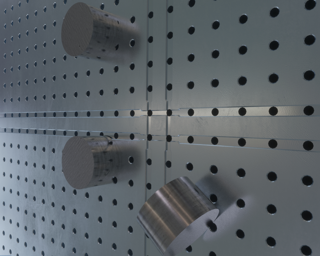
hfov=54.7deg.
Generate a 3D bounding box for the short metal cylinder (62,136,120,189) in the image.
[{"bbox_3d":[-0.108,0.052,0.482,0.080,0.050,0.079,0,90,40],"label":"short metal cylinder"}]

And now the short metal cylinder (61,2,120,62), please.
[{"bbox_3d":[-0.109,-0.148,0.483,0.080,0.050,0.079,0,90,40],"label":"short metal cylinder"}]

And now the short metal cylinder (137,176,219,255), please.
[{"bbox_3d":[0.021,0.102,0.356,0.050,0.081,0.080,46,118,30],"label":"short metal cylinder"}]
